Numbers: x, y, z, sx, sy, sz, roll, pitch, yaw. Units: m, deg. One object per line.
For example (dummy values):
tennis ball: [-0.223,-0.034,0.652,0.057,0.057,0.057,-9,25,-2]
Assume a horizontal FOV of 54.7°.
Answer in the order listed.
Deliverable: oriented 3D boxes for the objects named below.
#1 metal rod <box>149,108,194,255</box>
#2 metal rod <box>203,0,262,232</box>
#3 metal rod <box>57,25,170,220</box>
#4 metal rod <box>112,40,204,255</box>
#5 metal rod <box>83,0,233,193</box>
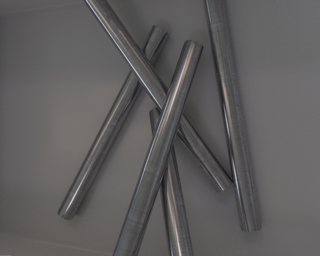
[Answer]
metal rod: [0.017,0.101,0.328,0.025,0.025,0.299,-23,53,18]
metal rod: [0.087,-0.027,0.379,0.025,0.025,0.298,-10,87,20]
metal rod: [-0.069,-0.001,0.434,0.025,0.025,0.299,32,100,17]
metal rod: [-0.004,0.035,0.346,0.025,0.025,0.299,13,74,19]
metal rod: [-0.005,-0.050,0.390,0.025,0.025,0.299,-36,87,16]
